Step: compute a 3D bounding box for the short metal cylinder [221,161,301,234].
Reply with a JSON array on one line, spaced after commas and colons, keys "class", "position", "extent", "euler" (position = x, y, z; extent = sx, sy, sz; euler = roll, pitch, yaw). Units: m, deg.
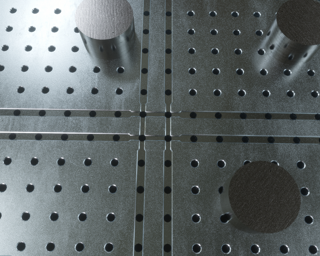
[{"class": "short metal cylinder", "position": [0.117, 0.084, 0.369], "extent": [0.081, 0.050, 0.080], "euler": [0, 70, 0]}]

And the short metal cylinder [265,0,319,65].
[{"class": "short metal cylinder", "position": [0.201, -0.140, 0.452], "extent": [0.081, 0.050, 0.080], "euler": [0, 70, 0]}]

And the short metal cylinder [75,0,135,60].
[{"class": "short metal cylinder", "position": [-0.077, -0.147, 0.451], "extent": [0.081, 0.050, 0.080], "euler": [0, 70, -1]}]
